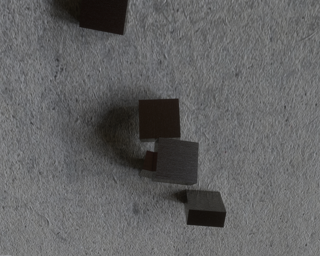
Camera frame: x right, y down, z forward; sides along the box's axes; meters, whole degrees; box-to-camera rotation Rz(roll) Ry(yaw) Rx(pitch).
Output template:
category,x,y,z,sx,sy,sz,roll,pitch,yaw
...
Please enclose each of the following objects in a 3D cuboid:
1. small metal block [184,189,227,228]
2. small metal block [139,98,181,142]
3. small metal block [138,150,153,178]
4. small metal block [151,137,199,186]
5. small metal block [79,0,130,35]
category,x,y,z,sx,sy,sz,roll,pitch,yaw
small metal block,0.062,0.113,0.438,0.050,0.050,0.025,5,110,-2
small metal block,0.000,-0.009,0.394,0.050,0.025,0.050,-2,77,0
small metal block,0.001,0.053,0.414,0.050,0.050,0.025,14,70,-6
small metal block,0.019,0.042,0.380,0.050,0.025,0.050,8,71,-11
small metal block,-0.063,-0.138,0.358,0.050,0.025,0.050,10,110,-4
